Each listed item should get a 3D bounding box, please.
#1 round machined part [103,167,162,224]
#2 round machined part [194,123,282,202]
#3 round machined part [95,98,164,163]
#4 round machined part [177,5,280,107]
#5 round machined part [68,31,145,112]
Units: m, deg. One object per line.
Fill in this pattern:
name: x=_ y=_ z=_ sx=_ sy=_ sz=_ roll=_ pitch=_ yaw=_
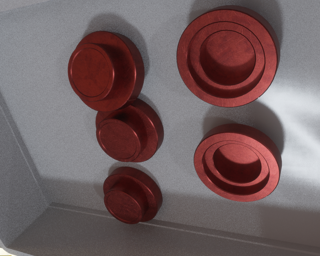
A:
round machined part: x=-0.049 y=0.113 z=0.492 sx=0.098 sy=0.042 sz=0.097 roll=13 pitch=124 yaw=20
round machined part: x=0.094 y=0.037 z=0.370 sx=0.098 sy=0.042 sz=0.097 roll=13 pitch=124 yaw=20
round machined part: x=-0.048 y=0.008 z=0.426 sx=0.098 sy=0.042 sz=0.097 roll=13 pitch=124 yaw=20
round machined part: x=0.070 y=-0.073 z=0.315 sx=0.098 sy=0.042 sz=0.097 roll=13 pitch=124 yaw=20
round machined part: x=-0.071 y=-0.067 z=0.374 sx=0.098 sy=0.042 sz=0.097 roll=6 pitch=103 yaw=27
